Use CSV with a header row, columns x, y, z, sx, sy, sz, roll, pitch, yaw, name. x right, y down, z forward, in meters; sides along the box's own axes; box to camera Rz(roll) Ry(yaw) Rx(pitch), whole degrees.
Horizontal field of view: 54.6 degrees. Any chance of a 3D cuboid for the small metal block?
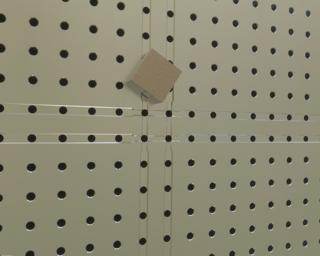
x,y,z,sx,sy,sz,roll,pitch,yaw,name
-0.007,-0.067,0.410,0.050,0.025,0.050,35,79,-17,small metal block
